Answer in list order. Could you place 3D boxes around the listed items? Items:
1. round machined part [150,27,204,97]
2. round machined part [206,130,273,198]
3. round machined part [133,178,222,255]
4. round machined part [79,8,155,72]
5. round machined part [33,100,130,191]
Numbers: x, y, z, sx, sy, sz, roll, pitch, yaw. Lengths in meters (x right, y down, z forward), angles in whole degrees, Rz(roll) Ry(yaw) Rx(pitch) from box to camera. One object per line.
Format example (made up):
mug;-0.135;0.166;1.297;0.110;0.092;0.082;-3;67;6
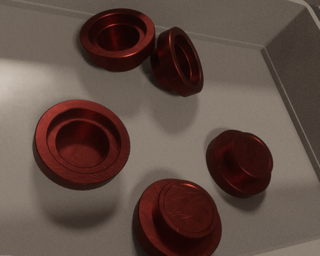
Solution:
round machined part;0.022;-0.090;0.445;0.098;0.042;0.098;36;46;-48
round machined part;0.117;0.045;0.433;0.099;0.042;0.098;14;56;-21
round machined part;0.024;0.096;0.337;0.099;0.042;0.098;14;44;-14
round machined part;-0.055;-0.114;0.420;0.099;0.042;0.098;-1;56;2
round machined part;-0.086;0.021;0.337;0.099;0.042;0.098;14;56;-21
